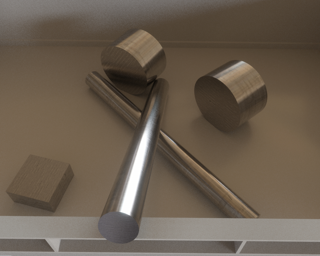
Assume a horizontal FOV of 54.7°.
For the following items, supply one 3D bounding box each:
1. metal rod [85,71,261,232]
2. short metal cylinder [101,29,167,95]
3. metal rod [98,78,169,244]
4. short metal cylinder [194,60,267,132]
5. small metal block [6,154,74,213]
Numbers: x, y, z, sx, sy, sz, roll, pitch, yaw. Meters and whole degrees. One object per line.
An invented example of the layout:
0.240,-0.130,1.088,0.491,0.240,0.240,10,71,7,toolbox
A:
-0.003,0.013,0.394,0.025,0.025,0.300,-34,58,-25,metal rod
-0.038,-0.095,0.449,0.080,0.080,0.050,26,55,20,short metal cylinder
-0.012,-0.001,0.323,0.025,0.025,0.301,5,24,3,metal rod
0.091,-0.042,0.406,0.050,0.080,0.080,-32,57,-24,short metal cylinder
-0.134,0.062,0.351,0.050,0.025,0.050,12,51,9,small metal block
